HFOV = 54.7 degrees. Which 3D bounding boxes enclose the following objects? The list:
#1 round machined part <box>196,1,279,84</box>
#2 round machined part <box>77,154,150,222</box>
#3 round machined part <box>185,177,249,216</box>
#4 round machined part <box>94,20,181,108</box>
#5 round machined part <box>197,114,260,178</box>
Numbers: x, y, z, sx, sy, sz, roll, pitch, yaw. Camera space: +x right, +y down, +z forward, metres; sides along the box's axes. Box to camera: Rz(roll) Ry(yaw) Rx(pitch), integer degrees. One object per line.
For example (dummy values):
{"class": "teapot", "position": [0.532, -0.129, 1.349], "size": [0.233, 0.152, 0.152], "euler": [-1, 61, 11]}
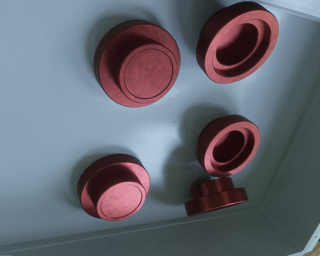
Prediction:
{"class": "round machined part", "position": [0.086, -0.104, 0.370], "size": [0.099, 0.042, 0.097], "euler": [-17, 141, -15]}
{"class": "round machined part", "position": [-0.058, 0.087, 0.419], "size": [0.099, 0.042, 0.097], "euler": [-14, 124, -21]}
{"class": "round machined part", "position": [0.086, 0.107, 0.490], "size": [0.099, 0.042, 0.098], "euler": [-13, 161, -4]}
{"class": "round machined part", "position": [-0.020, -0.066, 0.345], "size": [0.099, 0.042, 0.097], "euler": [-14, 124, -21]}
{"class": "round machined part", "position": [0.097, 0.023, 0.464], "size": [0.099, 0.042, 0.097], "euler": [-14, 124, -21]}
